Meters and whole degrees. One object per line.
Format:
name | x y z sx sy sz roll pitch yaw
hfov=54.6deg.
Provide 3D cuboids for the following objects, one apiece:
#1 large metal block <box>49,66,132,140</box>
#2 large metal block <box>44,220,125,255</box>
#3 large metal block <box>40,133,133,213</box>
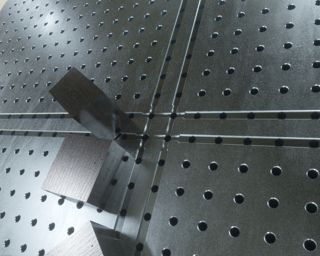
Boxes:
large metal block | -0.099 -0.031 0.445 0.050 0.080 0.080 -47 51 -4
large metal block | -0.080 0.162 0.336 0.080 0.050 0.080 -38 51 2
large metal block | -0.095 0.058 0.408 0.080 0.050 0.080 6 65 31
